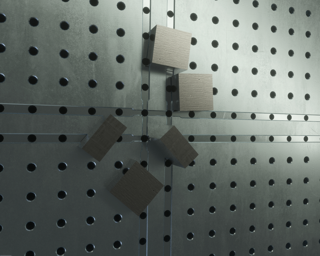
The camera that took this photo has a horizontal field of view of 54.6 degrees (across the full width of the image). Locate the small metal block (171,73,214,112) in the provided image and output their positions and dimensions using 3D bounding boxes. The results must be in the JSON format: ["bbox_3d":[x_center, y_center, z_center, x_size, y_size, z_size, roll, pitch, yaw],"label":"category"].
[{"bbox_3d":[0.045,-0.048,0.429,0.050,0.025,0.050,-2,91,-20],"label":"small metal block"}]

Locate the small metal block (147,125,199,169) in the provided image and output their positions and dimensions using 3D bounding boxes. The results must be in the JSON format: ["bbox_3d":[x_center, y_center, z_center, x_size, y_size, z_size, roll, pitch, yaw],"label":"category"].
[{"bbox_3d":[0.016,0.023,0.405,0.025,0.050,0.050,-44,104,-14],"label":"small metal block"}]

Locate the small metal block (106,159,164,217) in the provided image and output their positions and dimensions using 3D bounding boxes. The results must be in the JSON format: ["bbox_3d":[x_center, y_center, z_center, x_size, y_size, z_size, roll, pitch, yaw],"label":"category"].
[{"bbox_3d":[-0.032,0.076,0.401,0.050,0.025,0.050,44,76,-15],"label":"small metal block"}]

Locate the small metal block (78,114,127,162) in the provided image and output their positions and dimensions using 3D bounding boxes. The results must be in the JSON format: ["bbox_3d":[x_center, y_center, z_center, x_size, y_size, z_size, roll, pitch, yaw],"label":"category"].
[{"bbox_3d":[-0.071,0.011,0.373,0.025,0.050,0.050,41,77,-16],"label":"small metal block"}]

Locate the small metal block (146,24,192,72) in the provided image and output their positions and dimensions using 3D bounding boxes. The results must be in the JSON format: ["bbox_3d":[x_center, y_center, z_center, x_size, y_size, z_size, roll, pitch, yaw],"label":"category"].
[{"bbox_3d":[0.012,-0.105,0.417,0.050,0.025,0.050,8,87,-20],"label":"small metal block"}]
